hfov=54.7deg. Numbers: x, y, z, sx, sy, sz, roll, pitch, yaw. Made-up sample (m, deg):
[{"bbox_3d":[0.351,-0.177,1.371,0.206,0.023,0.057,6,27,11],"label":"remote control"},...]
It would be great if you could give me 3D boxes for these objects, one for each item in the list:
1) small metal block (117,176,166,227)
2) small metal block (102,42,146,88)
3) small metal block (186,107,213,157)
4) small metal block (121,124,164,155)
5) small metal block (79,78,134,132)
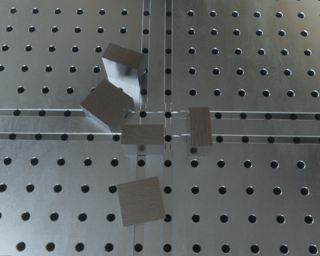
[{"bbox_3d":[-0.023,0.090,0.378,0.050,0.025,0.050,-11,70,-4],"label":"small metal block"},{"bbox_3d":[-0.048,-0.086,0.429,0.050,0.050,0.025,20,72,7],"label":"small metal block"},{"bbox_3d":[0.049,0.006,0.397,0.025,0.050,0.050,-1,70,-1],"label":"small metal block"},{"bbox_3d":[-0.021,0.016,0.392,0.050,0.050,0.025,0,70,-1],"label":"small metal block"},{"bbox_3d":[-0.071,-0.031,0.422,0.050,0.025,0.050,36,74,12],"label":"small metal block"}]
